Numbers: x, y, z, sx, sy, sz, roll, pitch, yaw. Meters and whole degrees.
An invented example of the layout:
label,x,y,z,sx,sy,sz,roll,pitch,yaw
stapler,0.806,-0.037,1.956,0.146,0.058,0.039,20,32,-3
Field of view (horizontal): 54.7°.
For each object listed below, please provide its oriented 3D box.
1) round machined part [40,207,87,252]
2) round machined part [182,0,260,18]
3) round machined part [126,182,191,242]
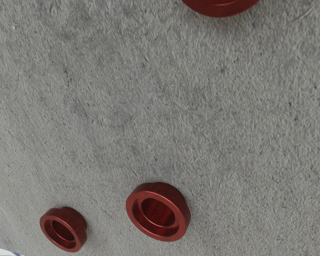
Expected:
label,x,y,z,sx,sy,sz,roll,pitch,yaw
round machined part,-0.185,0.196,0.615,0.098,0.042,0.097,13,124,21
round machined part,0.058,-0.151,0.271,0.098,0.042,0.097,13,124,21
round machined part,0.001,0.121,0.471,0.098,0.042,0.097,13,124,21
